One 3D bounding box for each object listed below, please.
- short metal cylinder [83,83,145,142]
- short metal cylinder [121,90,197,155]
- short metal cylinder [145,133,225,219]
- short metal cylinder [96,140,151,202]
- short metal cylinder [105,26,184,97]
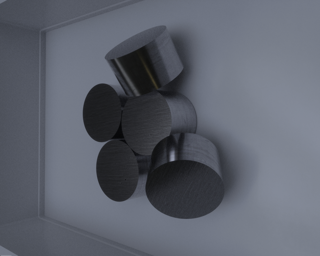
[{"bbox_3d":[-0.064,-0.021,0.438,0.080,0.050,0.079,0,90,39],"label":"short metal cylinder"},{"bbox_3d":[-0.002,-0.007,0.388,0.080,0.050,0.079,0,90,39],"label":"short metal cylinder"},{"bbox_3d":[0.027,0.052,0.338,0.080,0.050,0.079,2,121,4],"label":"short metal cylinder"},{"bbox_3d":[-0.041,0.055,0.419,0.080,0.050,0.079,0,90,39],"label":"short metal cylinder"},{"bbox_3d":[-0.018,-0.081,0.373,0.080,0.080,0.050,-4,126,39],"label":"short metal cylinder"}]
